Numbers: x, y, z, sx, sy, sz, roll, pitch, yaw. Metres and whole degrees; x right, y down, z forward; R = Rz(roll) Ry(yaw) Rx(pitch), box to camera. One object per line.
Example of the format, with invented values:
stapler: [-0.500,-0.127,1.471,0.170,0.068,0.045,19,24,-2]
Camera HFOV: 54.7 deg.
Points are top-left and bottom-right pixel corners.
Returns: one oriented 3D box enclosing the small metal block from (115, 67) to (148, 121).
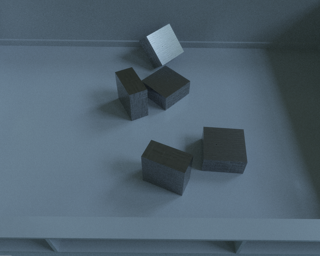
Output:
small metal block: [-0.039,-0.047,0.428,0.025,0.050,0.050,-21,53,-17]

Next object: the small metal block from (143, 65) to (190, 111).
small metal block: [0.008,-0.060,0.456,0.050,0.025,0.050,-37,60,-27]

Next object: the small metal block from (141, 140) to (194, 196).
small metal block: [0.008,0.046,0.351,0.050,0.050,0.025,19,53,15]

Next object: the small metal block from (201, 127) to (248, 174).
small metal block: [0.078,0.027,0.383,0.050,0.025,0.050,4,50,3]

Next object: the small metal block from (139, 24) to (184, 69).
small metal block: [0.003,-0.131,0.497,0.050,0.050,0.025,-38,17,-27]
